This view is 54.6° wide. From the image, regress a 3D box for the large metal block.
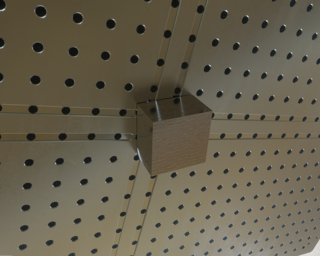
[{"bbox_3d":[0.017,0.008,0.407,0.081,0.050,0.079,-12,124,-22],"label":"large metal block"}]
